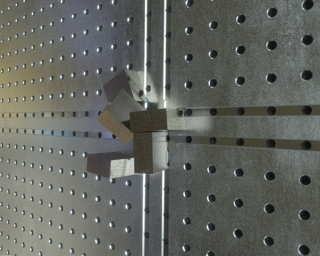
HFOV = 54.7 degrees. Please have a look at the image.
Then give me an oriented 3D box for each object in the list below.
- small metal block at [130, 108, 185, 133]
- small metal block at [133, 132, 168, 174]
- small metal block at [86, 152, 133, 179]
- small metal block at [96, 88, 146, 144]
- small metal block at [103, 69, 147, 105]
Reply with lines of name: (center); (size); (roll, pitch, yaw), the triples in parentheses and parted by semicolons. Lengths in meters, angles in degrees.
small metal block: (-0.002, -0.008, 0.387); (0.050, 0.050, 0.025); (-5, 87, 28)
small metal block: (-0.011, 0.030, 0.397); (0.025, 0.050, 0.050); (-2, 89, 22)
small metal block: (-0.069, 0.053, 0.448); (0.050, 0.050, 0.025); (9, 96, 39)
small metal block: (-0.047, -0.016, 0.407); (0.050, 0.050, 0.025); (42, 131, -15)
small metal block: (-0.051, -0.050, 0.450); (0.050, 0.025, 0.050); (-30, 72, 36)
